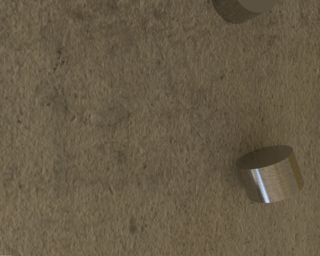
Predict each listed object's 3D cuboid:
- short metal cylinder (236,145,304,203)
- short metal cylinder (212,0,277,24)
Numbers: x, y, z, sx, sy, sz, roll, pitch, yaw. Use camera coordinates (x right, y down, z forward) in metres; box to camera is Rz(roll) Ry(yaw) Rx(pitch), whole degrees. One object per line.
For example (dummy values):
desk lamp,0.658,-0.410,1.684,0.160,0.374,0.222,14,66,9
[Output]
short metal cylinder,0.155,0.063,0.439,0.081,0.080,0.050,-24,98,-19
short metal cylinder,0.121,-0.196,0.442,0.081,0.050,0.079,0,90,-21
